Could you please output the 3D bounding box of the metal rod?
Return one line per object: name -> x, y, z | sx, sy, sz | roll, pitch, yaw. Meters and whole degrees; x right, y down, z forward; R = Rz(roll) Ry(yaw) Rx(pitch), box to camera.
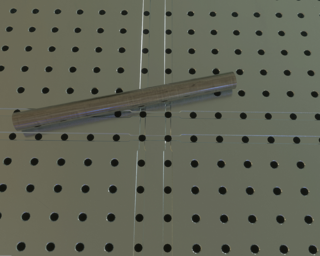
metal rod -> -0.044, -0.038, 0.424 | 0.302, 0.025, 0.025 | -11, 71, -5
